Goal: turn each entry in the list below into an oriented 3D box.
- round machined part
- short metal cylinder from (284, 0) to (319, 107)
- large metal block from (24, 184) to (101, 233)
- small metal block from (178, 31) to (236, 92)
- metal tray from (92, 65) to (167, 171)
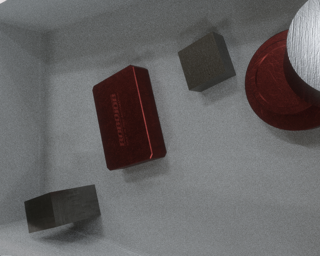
[{"bbox_3d":[0.126,-0.046,0.291,0.098,0.042,0.097,0,90,40],"label":"round machined part"},{"bbox_3d":[0.136,-0.057,0.229,0.080,0.050,0.080,-2,84,18],"label":"short metal cylinder"},{"bbox_3d":[-0.156,0.129,0.497,0.080,0.081,0.050,-23,76,37],"label":"large metal block"},{"bbox_3d":[0.054,-0.075,0.361,0.050,0.025,0.050,-24,75,37],"label":"small metal block"},{"bbox_3d":[-0.047,-0.012,0.440,0.090,0.030,0.129,-21,77,37],"label":"metal tray"}]
